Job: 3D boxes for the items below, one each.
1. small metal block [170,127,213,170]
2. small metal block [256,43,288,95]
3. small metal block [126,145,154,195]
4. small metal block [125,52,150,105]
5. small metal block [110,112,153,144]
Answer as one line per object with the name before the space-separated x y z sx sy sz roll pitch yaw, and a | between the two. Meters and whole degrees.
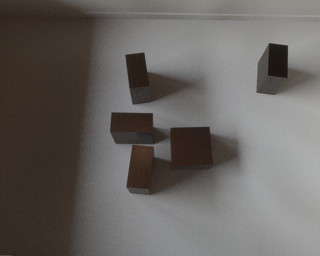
small metal block | 0.039 0.027 0.400 0.050 0.025 0.050 -1 70 -1
small metal block | 0.154 -0.080 0.428 0.025 0.050 0.050 8 70 3
small metal block | -0.023 0.052 0.377 0.025 0.050 0.050 6 70 2
small metal block | -0.029 -0.066 0.420 0.025 0.050 0.050 -8 70 -3
small metal block | -0.034 0.001 0.395 0.050 0.050 0.025 1 70 0
